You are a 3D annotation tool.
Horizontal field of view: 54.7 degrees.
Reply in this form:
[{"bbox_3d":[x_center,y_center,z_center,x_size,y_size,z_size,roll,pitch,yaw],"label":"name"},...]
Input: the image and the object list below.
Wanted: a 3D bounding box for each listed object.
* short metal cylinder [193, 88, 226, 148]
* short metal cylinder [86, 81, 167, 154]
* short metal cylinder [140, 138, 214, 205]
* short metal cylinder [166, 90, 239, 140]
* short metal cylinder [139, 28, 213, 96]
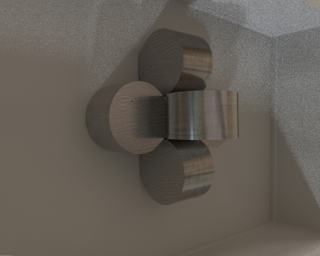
[{"bbox_3d":[0.057,-0.013,0.435,0.081,0.050,0.080,0,90,-40],"label":"short metal cylinder"},{"bbox_3d":[-0.037,-0.012,0.357,0.081,0.050,0.080,0,90,-40],"label":"short metal cylinder"},{"bbox_3d":[0.020,0.051,0.385,0.050,0.080,0.079,-3,92,-41],"label":"short metal cylinder"},{"bbox_3d":[0.048,-0.014,0.351,0.081,0.080,0.050,-2,91,-40],"label":"short metal cylinder"},{"bbox_3d":[0.018,-0.078,0.383,0.050,0.080,0.079,-3,92,-41],"label":"short metal cylinder"}]
